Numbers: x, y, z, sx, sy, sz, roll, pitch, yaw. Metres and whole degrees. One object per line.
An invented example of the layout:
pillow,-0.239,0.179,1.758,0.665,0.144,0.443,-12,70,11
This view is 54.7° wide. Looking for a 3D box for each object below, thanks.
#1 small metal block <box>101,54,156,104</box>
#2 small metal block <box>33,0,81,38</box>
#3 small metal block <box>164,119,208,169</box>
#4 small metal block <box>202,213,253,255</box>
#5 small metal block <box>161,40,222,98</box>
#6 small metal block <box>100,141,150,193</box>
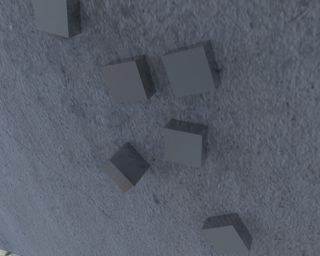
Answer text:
small metal block,-0.039,-0.061,0.388,0.050,0.025,0.050,-4,117,29
small metal block,-0.127,-0.144,0.382,0.050,0.025,0.050,19,126,17
small metal block,0.033,0.020,0.400,0.050,0.025,0.050,11,123,21
small metal block,0.098,0.154,0.450,0.050,0.025,0.050,-23,106,36
small metal block,0.036,-0.065,0.347,0.050,0.025,0.050,-7,115,31
small metal block,-0.049,0.056,0.450,0.050,0.050,0.025,48,129,-6
